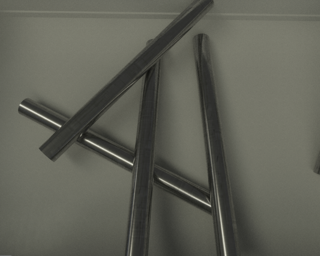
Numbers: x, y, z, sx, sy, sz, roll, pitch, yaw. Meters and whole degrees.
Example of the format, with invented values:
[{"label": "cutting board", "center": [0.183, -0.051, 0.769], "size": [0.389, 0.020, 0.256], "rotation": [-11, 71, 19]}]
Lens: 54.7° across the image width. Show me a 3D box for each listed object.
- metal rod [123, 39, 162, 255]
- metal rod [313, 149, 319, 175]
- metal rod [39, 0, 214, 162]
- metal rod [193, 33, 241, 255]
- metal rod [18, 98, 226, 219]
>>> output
[{"label": "metal rod", "center": [-0.017, 0.010, 0.383], "size": [0.025, 0.025, 0.299], "rotation": [3, 62, 1]}, {"label": "metal rod", "center": [0.242, -0.085, 0.376], "size": [0.025, 0.025, 0.298], "rotation": [14, 96, 5]}, {"label": "metal rod", "center": [-0.035, -0.074, 0.404], "size": [0.025, 0.025, 0.301], "rotation": [41, 77, 13]}, {"label": "metal rod", "center": [0.067, 0.003, 0.391], "size": [0.025, 0.025, 0.299], "rotation": [-2, 64, -1]}, {"label": "metal rod", "center": [-0.049, 0.037, 0.395], "size": [0.301, 0.025, 0.025], "rotation": [26, 72, 9]}]
